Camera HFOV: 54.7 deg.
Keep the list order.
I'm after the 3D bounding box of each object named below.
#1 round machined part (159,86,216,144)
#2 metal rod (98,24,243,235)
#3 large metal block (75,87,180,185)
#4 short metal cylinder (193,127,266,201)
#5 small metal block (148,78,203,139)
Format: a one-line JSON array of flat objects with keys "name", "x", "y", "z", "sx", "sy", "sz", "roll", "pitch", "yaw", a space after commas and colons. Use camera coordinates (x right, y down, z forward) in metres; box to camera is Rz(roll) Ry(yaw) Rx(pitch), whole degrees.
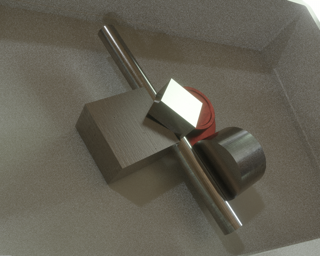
[{"name": "round machined part", "x": 0.035, "y": -0.018, "z": 0.424, "sx": 0.099, "sy": 0.042, "sz": 0.098, "roll": 14, "pitch": 56, "yaw": -21}, {"name": "metal rod", "x": 0.006, "y": -0.008, "z": 0.386, "sx": 0.025, "sy": 0.025, "sz": 0.299, "roll": -23, "pitch": 74, "yaw": -37}, {"name": "large metal block", "x": -0.039, "y": 0.007, "z": 0.361, "sx": 0.081, "sy": 0.050, "sz": 0.080, "roll": -23, "pitch": 74, "yaw": -36}, {"name": "short metal cylinder", "x": 0.083, "y": 0.044, "z": 0.388, "sx": 0.050, "sy": 0.080, "sz": 0.080, "roll": -23, "pitch": 74, "yaw": -37}, {"name": "small metal block", "x": 0.020, "y": -0.024, "z": 0.368, "sx": 0.050, "sy": 0.025, "sz": 0.050, "roll": 37, "pitch": 39, "yaw": -12}]
